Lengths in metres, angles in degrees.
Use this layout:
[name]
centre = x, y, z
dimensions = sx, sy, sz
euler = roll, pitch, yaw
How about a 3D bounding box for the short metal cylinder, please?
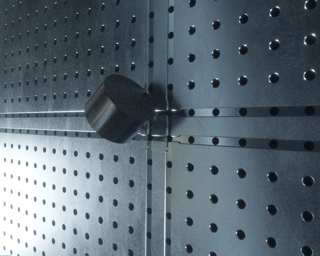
[short metal cylinder]
centre = -0.053, -0.026, 0.419
dimensions = 0.050, 0.081, 0.080
euler = -44, 63, 31
